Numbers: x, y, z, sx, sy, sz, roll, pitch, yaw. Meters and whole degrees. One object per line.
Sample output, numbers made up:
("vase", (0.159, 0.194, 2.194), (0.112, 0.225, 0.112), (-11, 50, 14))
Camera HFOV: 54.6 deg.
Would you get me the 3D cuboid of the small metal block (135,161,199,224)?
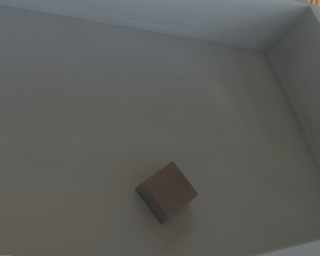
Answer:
("small metal block", (0.008, 0.075, 0.364), (0.050, 0.025, 0.050), (-31, 79, -38))
